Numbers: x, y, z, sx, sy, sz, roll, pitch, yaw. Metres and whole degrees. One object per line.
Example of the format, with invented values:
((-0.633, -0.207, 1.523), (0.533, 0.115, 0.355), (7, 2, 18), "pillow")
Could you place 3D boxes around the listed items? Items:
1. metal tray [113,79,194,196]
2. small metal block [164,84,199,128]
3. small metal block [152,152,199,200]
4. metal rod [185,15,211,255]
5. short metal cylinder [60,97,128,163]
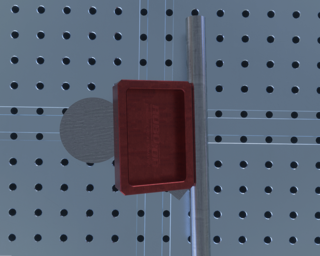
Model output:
((-0.008, 0.010, 0.371), (0.091, 0.030, 0.129), (-2, 90, -20), "metal tray")
((0.031, -0.029, 0.414), (0.050, 0.025, 0.050), (-15, 90, -1), "small metal block")
((0.021, 0.059, 0.413), (0.050, 0.025, 0.050), (39, 90, -1), "small metal block")
((0.048, 0.012, 0.389), (0.025, 0.025, 0.298), (-1, 90, -1), "metal rod")
((-0.081, 0.003, 0.399), (0.081, 0.050, 0.079), (0, 90, -1), "short metal cylinder")
